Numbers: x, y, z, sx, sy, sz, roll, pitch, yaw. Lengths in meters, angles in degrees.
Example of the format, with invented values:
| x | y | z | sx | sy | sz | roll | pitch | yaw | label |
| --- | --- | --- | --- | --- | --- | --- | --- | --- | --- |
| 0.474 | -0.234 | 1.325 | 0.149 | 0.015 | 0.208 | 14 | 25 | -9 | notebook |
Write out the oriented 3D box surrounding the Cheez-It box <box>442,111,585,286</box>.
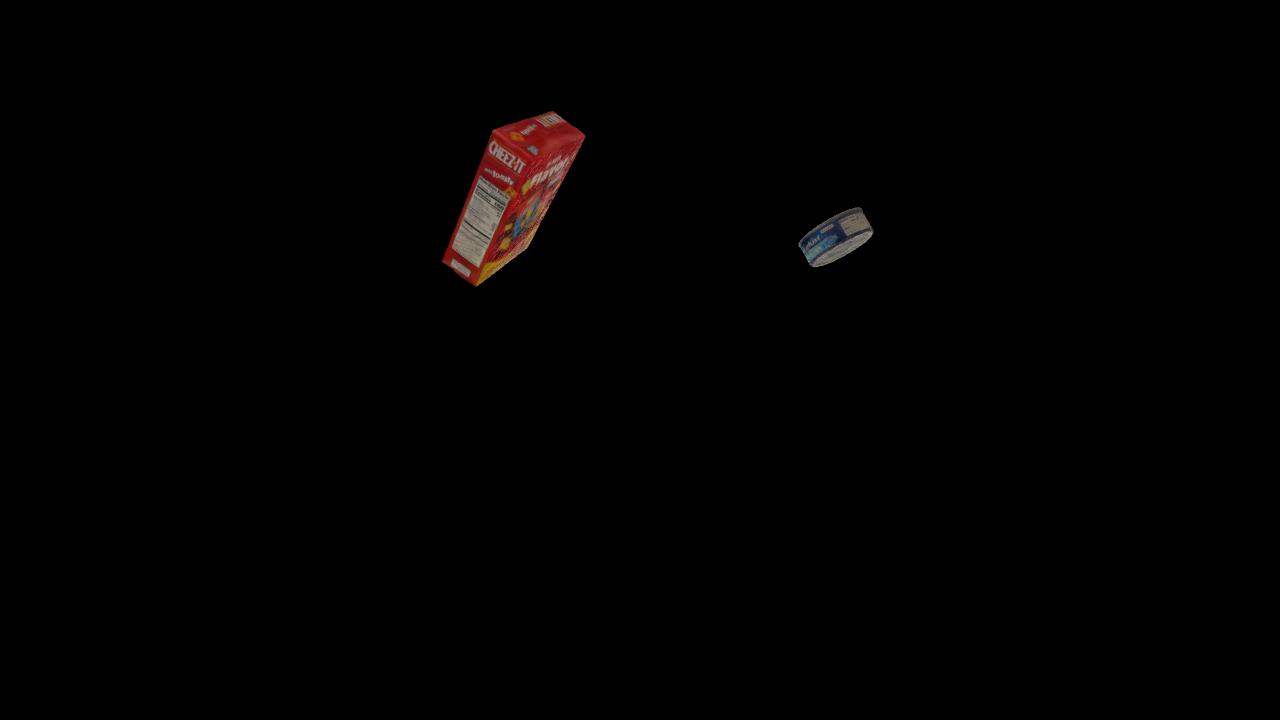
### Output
| x | y | z | sx | sy | sz | roll | pitch | yaw | label |
| --- | --- | --- | --- | --- | --- | --- | --- | --- | --- |
| -0.181 | -0.232 | 0.881 | 0.071 | 0.223 | 0.166 | 36 | 36 | -2 | Cheez-It box |

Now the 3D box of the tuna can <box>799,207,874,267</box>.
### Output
| x | y | z | sx | sy | sz | roll | pitch | yaw | label |
| --- | --- | --- | --- | --- | --- | --- | --- | --- | --- |
| 0.239 | -0.147 | 0.749 | 0.084 | 0.034 | 0.084 | -24 | -10 | -5 | tuna can |
